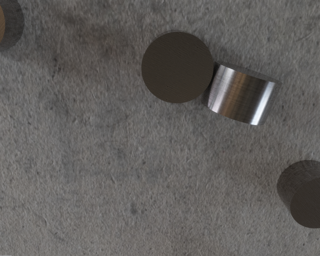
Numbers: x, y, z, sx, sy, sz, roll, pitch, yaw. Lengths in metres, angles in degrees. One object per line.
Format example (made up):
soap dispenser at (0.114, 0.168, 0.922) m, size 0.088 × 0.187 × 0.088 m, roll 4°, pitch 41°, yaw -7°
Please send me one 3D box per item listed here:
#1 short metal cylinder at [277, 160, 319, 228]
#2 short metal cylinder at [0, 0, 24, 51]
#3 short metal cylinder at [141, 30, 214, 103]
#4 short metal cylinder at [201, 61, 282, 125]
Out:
short metal cylinder at (0.213, 0.092, 0.433) m, size 0.081 × 0.050 × 0.079 m, roll 0°, pitch 110°, yaw -1°
short metal cylinder at (-0.204, -0.124, 0.348) m, size 0.081 × 0.050 × 0.079 m, roll 0°, pitch 110°, yaw -1°
short metal cylinder at (0.020, -0.074, 0.369) m, size 0.081 × 0.050 × 0.079 m, roll 0°, pitch 110°, yaw 0°
short metal cylinder at (0.095, -0.043, 0.366) m, size 0.080 × 0.080 × 0.050 m, roll 15°, pitch 109°, yaw -6°
